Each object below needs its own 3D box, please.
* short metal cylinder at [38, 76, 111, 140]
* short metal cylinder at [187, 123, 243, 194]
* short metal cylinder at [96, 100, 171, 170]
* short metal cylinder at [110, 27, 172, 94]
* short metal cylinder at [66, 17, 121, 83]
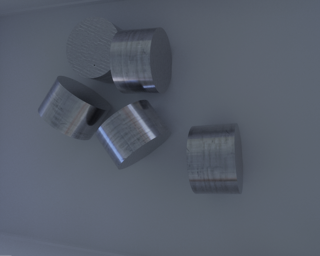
[{"bbox_3d":[-0.115,-0.027,0.420,0.080,0.080,0.050,38,102,15],"label":"short metal cylinder"},{"bbox_3d":[0.066,0.036,0.358,0.050,0.080,0.079,-4,89,20],"label":"short metal cylinder"},{"bbox_3d":[-0.033,0.009,0.392,0.080,0.080,0.050,-39,78,15],"label":"short metal cylinder"},{"bbox_3d":[-0.021,-0.083,0.388,0.050,0.080,0.079,2,91,20],"label":"short metal cylinder"},{"bbox_3d":[-0.079,-0.104,0.424,0.080,0.050,0.079,0,90,19],"label":"short metal cylinder"}]
